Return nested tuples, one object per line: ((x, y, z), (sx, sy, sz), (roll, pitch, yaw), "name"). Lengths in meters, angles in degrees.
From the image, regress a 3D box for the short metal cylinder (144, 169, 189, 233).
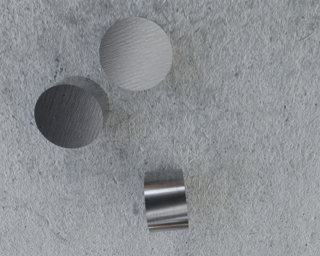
((0.009, 0.097, 0.416), (0.050, 0.080, 0.079), (-6, 110, 2), "short metal cylinder")

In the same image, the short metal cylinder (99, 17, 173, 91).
((-0.026, -0.088, 0.363), (0.081, 0.050, 0.079), (0, 110, 0), "short metal cylinder")

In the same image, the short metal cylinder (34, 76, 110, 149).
((-0.107, -0.021, 0.388), (0.081, 0.050, 0.079), (0, 110, 0), "short metal cylinder")
